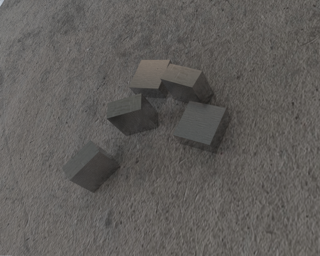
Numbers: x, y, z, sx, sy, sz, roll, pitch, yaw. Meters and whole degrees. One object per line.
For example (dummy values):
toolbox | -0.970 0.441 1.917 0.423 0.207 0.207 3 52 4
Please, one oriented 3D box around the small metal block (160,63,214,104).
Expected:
small metal block | 0.036 -0.054 0.402 0.050 0.050 0.025 21 74 36

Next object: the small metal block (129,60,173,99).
small metal block | -0.010 -0.072 0.453 0.050 0.025 0.050 7 65 31

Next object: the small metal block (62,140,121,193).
small metal block | -0.088 0.051 0.403 0.050 0.050 0.025 -45 51 -3

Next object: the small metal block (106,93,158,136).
small metal block | -0.036 -0.017 0.417 0.050 0.050 0.025 -14 56 20

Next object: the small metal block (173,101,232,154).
small metal block | 0.052 -0.002 0.378 0.050 0.025 0.050 15 69 34
